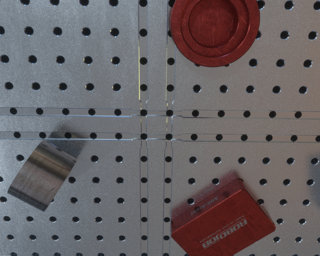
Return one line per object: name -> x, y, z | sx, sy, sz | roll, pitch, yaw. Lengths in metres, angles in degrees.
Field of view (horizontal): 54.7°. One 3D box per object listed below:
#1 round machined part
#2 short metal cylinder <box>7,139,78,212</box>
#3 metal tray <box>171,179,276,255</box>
round machined part -> 0.061, -0.123, 0.359 | 0.099, 0.042, 0.097 | 0, 110, 0
short metal cylinder -> -0.152, 0.062, 0.405 | 0.050, 0.080, 0.080 | 33, 107, -11
metal tray -> 0.093, 0.147, 0.466 | 0.130, 0.030, 0.090 | -36, 106, 12
